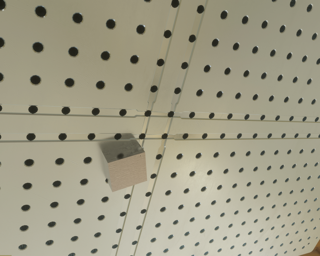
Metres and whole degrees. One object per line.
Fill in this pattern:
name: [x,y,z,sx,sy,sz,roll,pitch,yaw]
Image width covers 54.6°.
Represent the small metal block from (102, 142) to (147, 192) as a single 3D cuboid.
small metal block: [-0.047,0.052,0.418,0.050,0.025,0.050,-15,125,-20]
